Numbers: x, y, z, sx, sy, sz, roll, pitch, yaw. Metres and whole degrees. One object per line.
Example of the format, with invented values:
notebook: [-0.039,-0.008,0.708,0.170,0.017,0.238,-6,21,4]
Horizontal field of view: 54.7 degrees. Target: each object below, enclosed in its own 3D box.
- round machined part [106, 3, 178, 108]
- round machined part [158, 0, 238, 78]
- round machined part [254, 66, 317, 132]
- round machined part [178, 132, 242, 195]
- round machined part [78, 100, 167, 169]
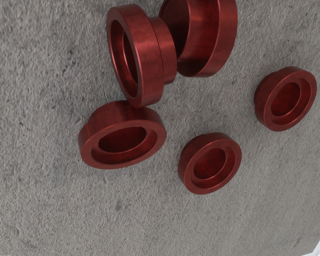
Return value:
round machined part: [-0.017,-0.072,0.306,0.042,0.098,0.097,-18,126,-18]
round machined part: [0.030,-0.101,0.314,0.042,0.098,0.097,-3,120,-27]
round machined part: [0.182,-0.047,0.466,0.099,0.042,0.097,-14,124,-21]
round machined part: [0.070,0.048,0.463,0.099,0.042,0.097,-14,124,-21]
round machined part: [-0.045,0.005,0.359,0.099,0.042,0.098,-15,148,-10]
